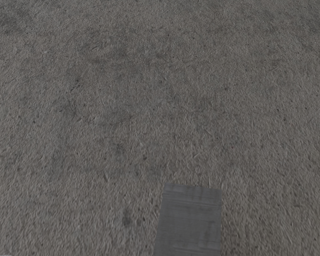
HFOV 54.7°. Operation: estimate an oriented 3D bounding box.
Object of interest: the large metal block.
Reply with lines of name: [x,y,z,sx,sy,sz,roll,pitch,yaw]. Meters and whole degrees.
large metal block: [0.023,0.107,0.278,0.050,0.080,0.080,7,50,5]
